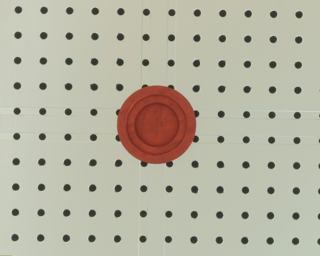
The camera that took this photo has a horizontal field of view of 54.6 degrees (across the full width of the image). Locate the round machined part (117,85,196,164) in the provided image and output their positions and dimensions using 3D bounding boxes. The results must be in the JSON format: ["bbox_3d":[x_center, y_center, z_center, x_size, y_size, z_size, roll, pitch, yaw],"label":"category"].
[{"bbox_3d":[-0.004,-0.004,0.404,0.099,0.042,0.097,0,90,0],"label":"round machined part"}]
